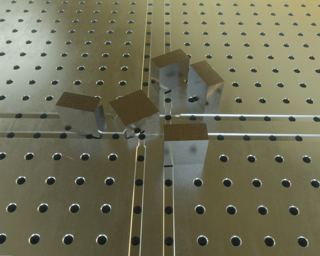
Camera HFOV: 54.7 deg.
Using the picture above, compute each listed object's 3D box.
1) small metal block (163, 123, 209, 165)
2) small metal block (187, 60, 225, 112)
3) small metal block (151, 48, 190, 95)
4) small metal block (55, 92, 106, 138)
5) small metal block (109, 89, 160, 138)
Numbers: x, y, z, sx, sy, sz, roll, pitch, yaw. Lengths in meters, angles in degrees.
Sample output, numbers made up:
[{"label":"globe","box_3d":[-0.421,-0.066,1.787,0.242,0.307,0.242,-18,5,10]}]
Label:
[{"label":"small metal block","box_3d":[0.029,0.020,0.375,0.050,0.050,0.025,-2,50,-2]},{"label":"small metal block","box_3d":[0.064,-0.060,0.442,0.025,0.050,0.050,-20,53,-16]},{"label":"small metal block","box_3d":[0.015,-0.084,0.462,0.050,0.050,0.025,-24,54,-19]},{"label":"small metal block","box_3d":[-0.101,-0.017,0.404,0.050,0.050,0.025,11,51,8]},{"label":"small metal block","box_3d":[-0.035,-0.020,0.424,0.050,0.025,0.050,-25,55,-20]}]
